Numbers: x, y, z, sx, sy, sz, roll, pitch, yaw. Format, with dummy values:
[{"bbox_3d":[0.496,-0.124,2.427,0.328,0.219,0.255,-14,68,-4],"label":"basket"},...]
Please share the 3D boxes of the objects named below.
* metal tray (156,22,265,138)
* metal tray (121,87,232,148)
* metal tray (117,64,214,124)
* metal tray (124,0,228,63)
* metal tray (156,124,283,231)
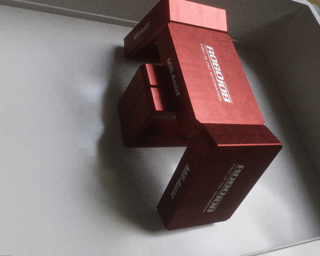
[{"bbox_3d":[0.054,-0.053,0.346,0.091,0.030,0.130,1,61,-28],"label":"metal tray"},{"bbox_3d":[0.028,-0.009,0.383,0.131,0.090,0.030,1,62,-28],"label":"metal tray"},{"bbox_3d":[0.022,-0.036,0.396,0.131,0.090,0.030,1,62,-28],"label":"metal tray"},{"bbox_3d":[0.016,-0.124,0.420,0.091,0.130,0.030,1,82,-28],"label":"metal tray"},{"bbox_3d":[0.060,0.055,0.333,0.091,0.129,0.030,1,40,-29],"label":"metal tray"}]
